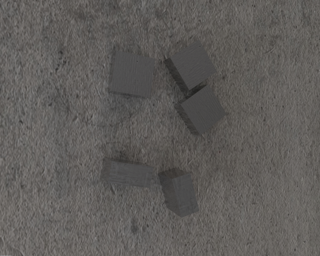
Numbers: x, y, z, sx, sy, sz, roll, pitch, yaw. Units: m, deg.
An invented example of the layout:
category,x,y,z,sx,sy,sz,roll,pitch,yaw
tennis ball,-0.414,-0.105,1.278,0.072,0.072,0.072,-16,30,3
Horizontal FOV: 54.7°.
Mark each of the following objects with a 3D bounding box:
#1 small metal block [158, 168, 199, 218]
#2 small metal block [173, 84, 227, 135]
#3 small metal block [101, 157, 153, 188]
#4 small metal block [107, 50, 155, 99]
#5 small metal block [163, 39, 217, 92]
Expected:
category,x,y,z,sx,sy,sz,roll,pitch,yaw
small metal block,0.023,0.083,0.404,0.025,0.050,0.050,-15,96,-19
small metal block,0.056,-0.025,0.429,0.050,0.025,0.050,-37,102,-16
small metal block,-0.042,0.054,0.380,0.050,0.050,0.025,11,87,-20
small metal block,-0.037,-0.067,0.395,0.050,0.025,0.050,8,87,-20
small metal block,0.041,-0.084,0.424,0.050,0.025,0.050,-35,102,-17
